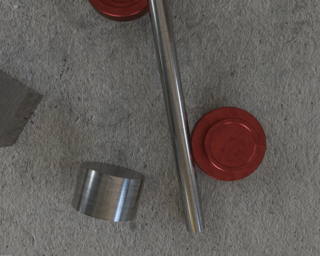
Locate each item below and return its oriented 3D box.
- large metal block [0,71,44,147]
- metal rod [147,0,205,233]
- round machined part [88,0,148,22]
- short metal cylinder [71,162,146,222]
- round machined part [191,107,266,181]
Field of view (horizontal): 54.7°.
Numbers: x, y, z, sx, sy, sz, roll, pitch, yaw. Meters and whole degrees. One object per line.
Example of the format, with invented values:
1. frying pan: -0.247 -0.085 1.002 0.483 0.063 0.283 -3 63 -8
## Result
1. large metal block: -0.213 -0.030 0.396 0.080 0.050 0.080 31 90 0
2. metal rod: 0.022 -0.013 0.390 0.025 0.025 0.298 -10 98 0
3. round machined part: -0.048 -0.186 0.401 0.099 0.042 0.097 0 90 0
4. short metal cylinder: -0.063 0.076 0.382 0.080 0.080 0.050 14 90 0
5. round machined part: 0.089 0.021 0.402 0.099 0.042 0.097 0 90 0
